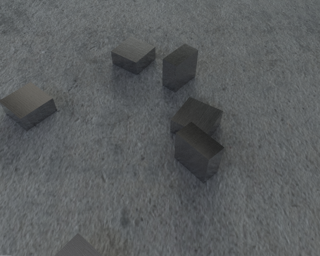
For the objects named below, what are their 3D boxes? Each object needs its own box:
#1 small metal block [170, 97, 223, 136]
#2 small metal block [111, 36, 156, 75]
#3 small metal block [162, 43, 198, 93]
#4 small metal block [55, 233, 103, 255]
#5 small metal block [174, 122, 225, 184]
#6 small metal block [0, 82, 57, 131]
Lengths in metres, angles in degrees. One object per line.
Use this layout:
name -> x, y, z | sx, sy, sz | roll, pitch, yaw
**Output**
small metal block -> 0.048, -0.008, 0.411 | 0.050, 0.025, 0.050 | 26, 54, 20
small metal block -> -0.042, -0.118, 0.502 | 0.050, 0.025, 0.050 | 28, 55, 21
small metal block -> 0.030, -0.089, 0.463 | 0.025, 0.050, 0.050 | 34, 58, 25
small metal block -> -0.076, 0.137, 0.287 | 0.050, 0.025, 0.050 | 33, 57, 24
small metal block -> 0.044, 0.029, 0.363 | 0.025, 0.050, 0.050 | -35, 59, -26
small metal block -> -0.181, -0.030, 0.426 | 0.050, 0.025, 0.050 | 33, 57, 24
